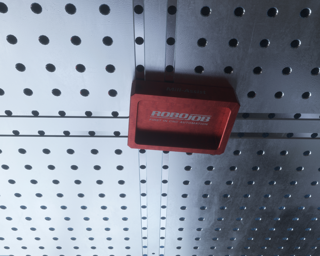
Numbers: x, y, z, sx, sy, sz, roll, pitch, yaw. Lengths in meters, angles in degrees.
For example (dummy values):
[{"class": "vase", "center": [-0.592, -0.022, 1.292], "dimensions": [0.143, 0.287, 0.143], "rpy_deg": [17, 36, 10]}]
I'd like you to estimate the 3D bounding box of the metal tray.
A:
[{"class": "metal tray", "center": [0.026, -0.011, 0.399], "dimensions": [0.131, 0.030, 0.089], "rpy_deg": [5, 130, -5]}]
